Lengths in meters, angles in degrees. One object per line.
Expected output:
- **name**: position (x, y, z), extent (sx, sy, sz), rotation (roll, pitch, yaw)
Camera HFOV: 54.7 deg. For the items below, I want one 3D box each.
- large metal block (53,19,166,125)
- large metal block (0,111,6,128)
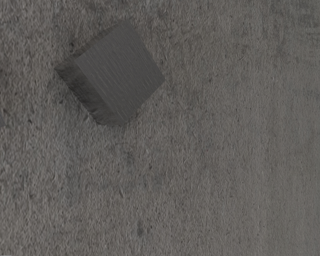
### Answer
- **large metal block**: position (-0.053, -0.060, 0.344), extent (0.080, 0.050, 0.080), rotation (-49, 119, -29)
- **large metal block**: position (-0.180, -0.026, 0.237), extent (0.081, 0.050, 0.080), rotation (-26, 106, -37)
